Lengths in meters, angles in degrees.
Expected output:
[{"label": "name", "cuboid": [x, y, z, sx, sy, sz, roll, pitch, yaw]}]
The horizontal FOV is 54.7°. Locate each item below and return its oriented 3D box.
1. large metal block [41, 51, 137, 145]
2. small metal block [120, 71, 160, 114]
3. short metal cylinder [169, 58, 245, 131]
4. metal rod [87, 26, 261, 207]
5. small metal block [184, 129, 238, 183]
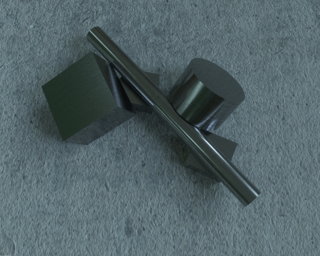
[{"label": "large metal block", "cuboid": [-0.089, -0.035, 0.390, 0.080, 0.050, 0.080, -31, 72, 13]}, {"label": "small metal block", "cuboid": [-0.030, -0.051, 0.428, 0.050, 0.025, 0.050, 12, 70, 4]}, {"label": "short metal cylinder", "cuboid": [0.059, -0.043, 0.391, 0.080, 0.050, 0.080, 23, 37, -19]}, {"label": "metal rod", "cuboid": [0.007, -0.024, 0.392, 0.025, 0.025, 0.300, -39, 75, -13]}, {"label": "small metal block", "cuboid": [0.065, 0.035, 0.398, 0.050, 0.025, 0.050, 23, 71, 8]}]
